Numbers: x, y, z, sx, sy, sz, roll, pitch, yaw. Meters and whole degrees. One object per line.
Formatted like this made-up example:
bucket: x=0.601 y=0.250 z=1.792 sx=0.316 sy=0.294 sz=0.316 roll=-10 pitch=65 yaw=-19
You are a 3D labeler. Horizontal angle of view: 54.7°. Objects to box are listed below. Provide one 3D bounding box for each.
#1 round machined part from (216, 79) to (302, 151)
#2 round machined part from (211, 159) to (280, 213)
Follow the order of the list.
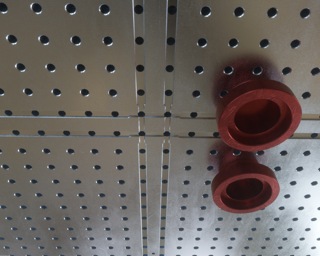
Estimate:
round machined part: x=0.119 y=-0.020 z=0.386 sx=0.099 sy=0.042 sz=0.097 roll=-1 pitch=130 yaw=0
round machined part: x=0.128 y=0.086 z=0.476 sx=0.099 sy=0.042 sz=0.097 roll=-1 pitch=130 yaw=0
